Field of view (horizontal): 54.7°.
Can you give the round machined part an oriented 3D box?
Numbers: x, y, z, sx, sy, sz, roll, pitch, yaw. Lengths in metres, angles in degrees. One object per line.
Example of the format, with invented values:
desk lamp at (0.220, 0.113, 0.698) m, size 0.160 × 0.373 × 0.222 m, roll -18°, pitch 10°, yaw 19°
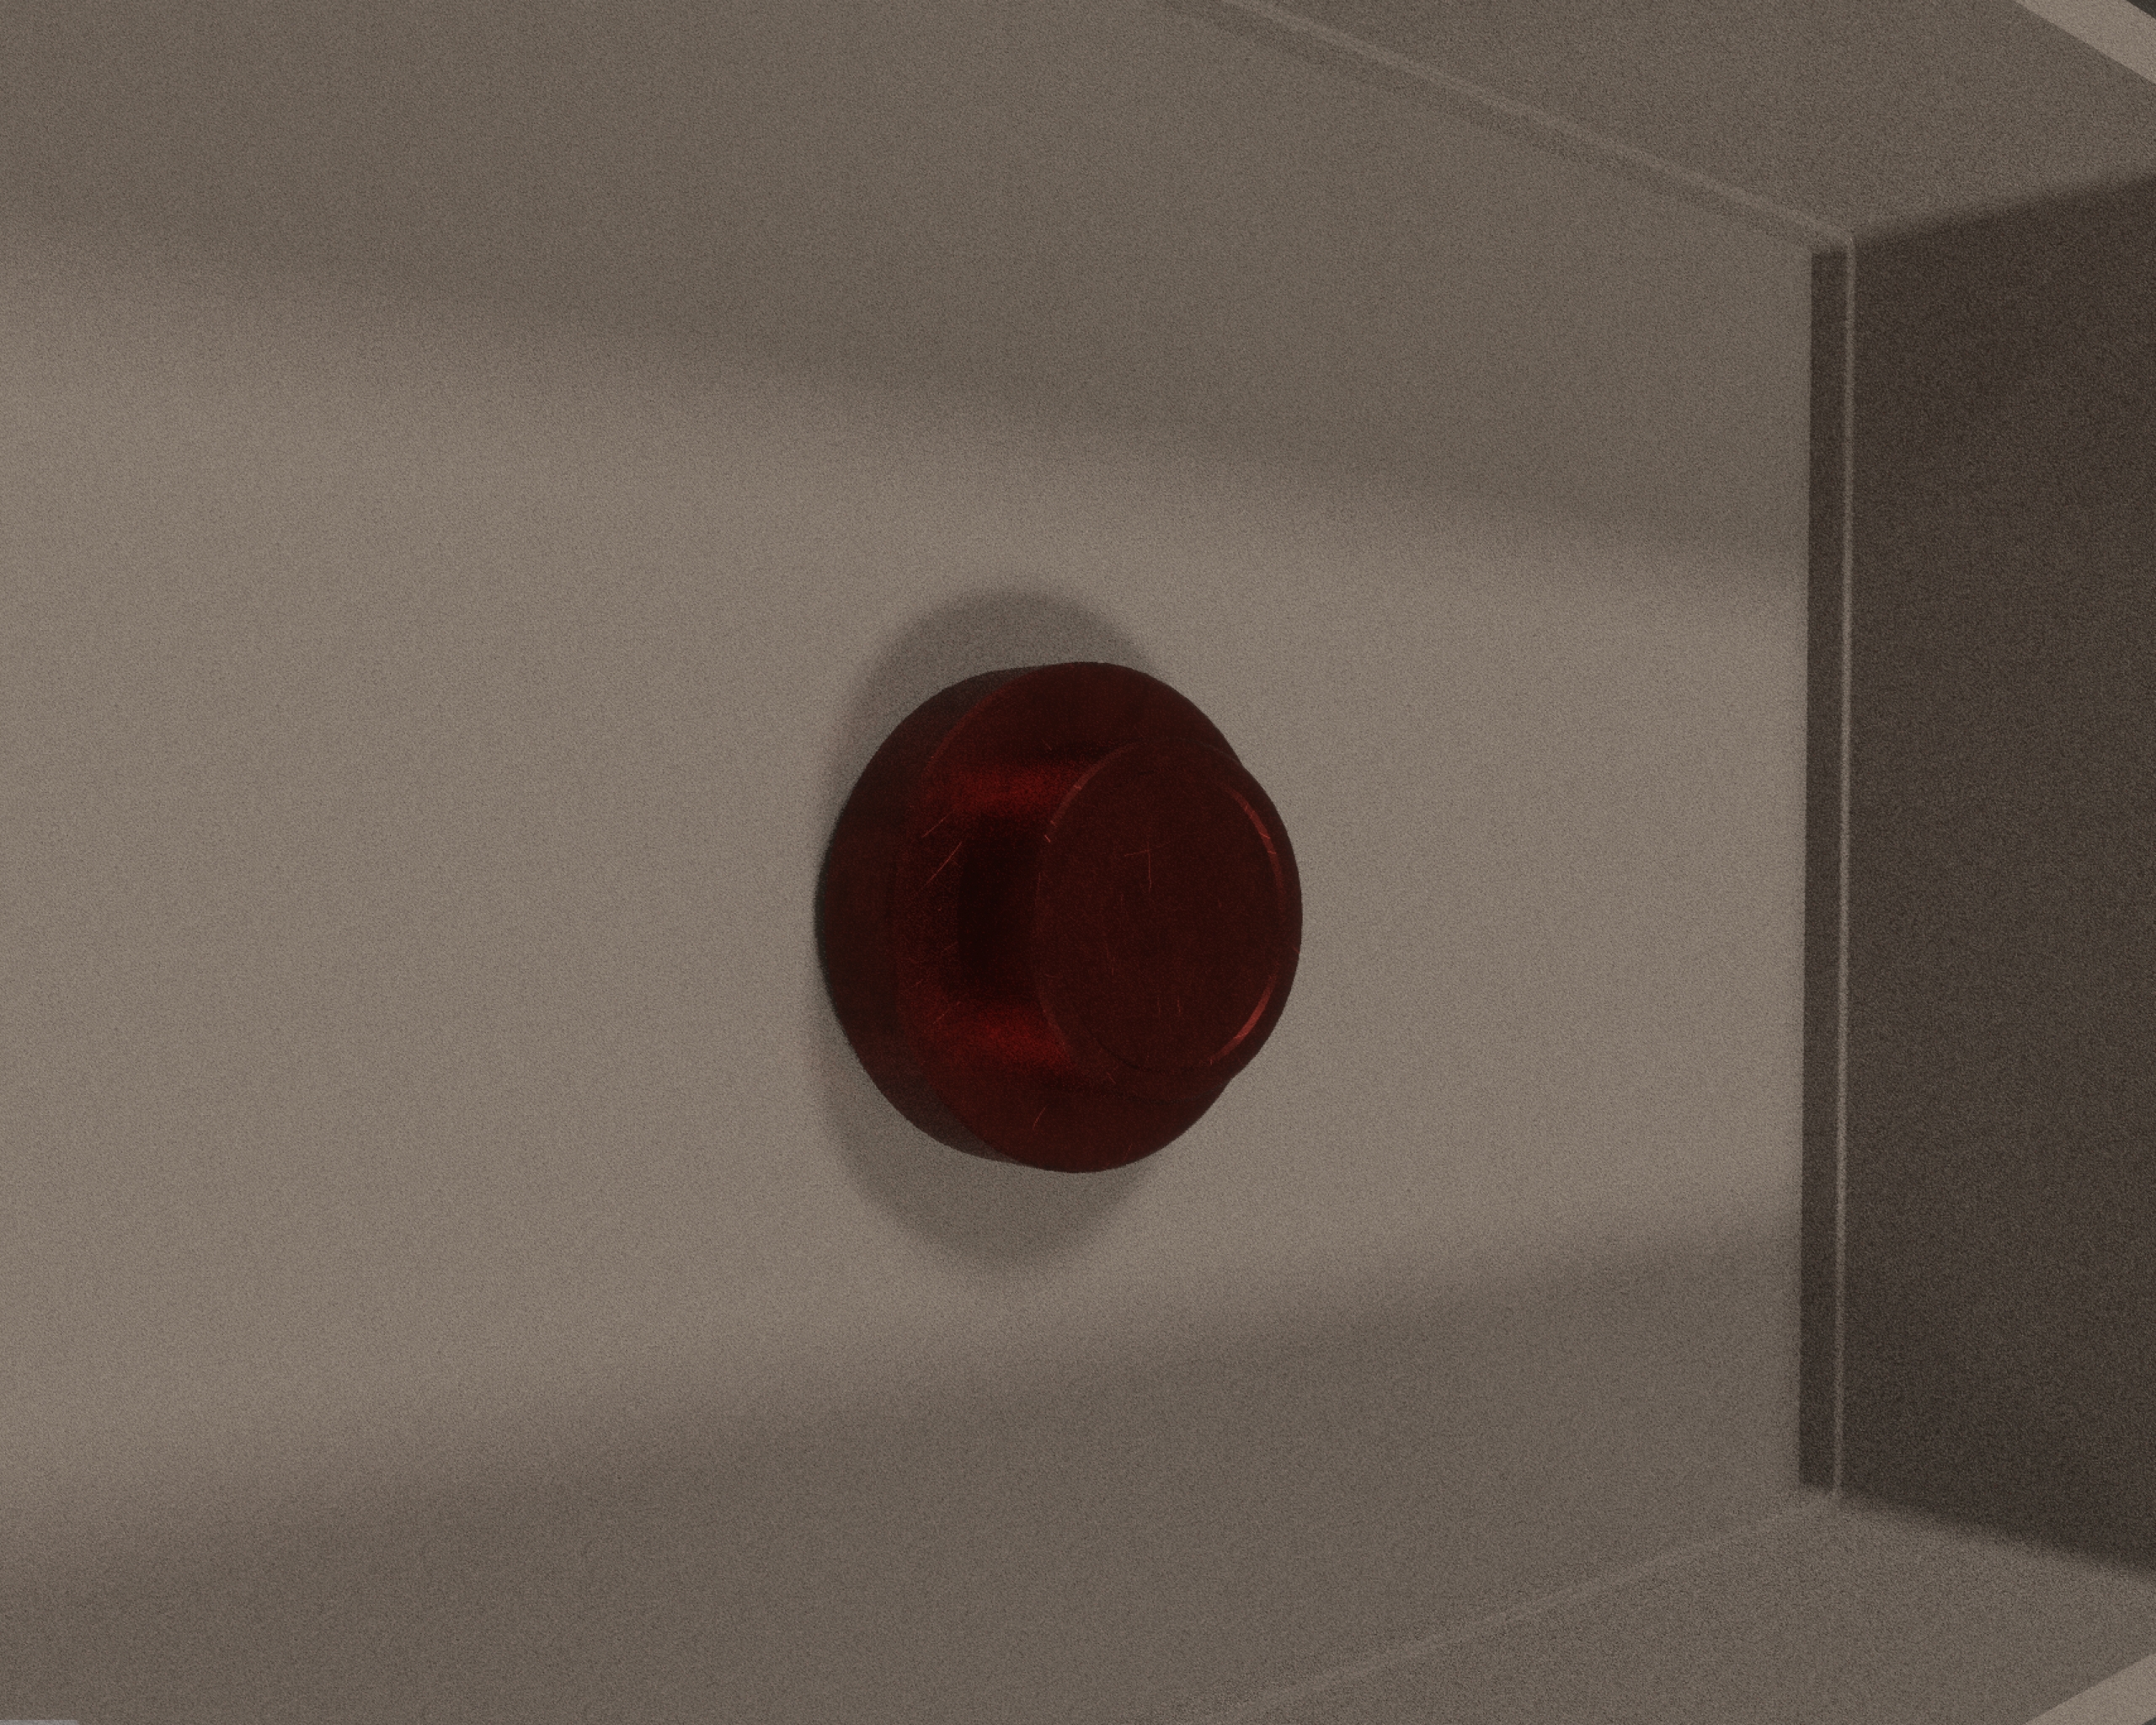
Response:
round machined part at (0.005, 0.010, 0.397) m, size 0.099 × 0.042 × 0.097 m, roll 0°, pitch 90°, yaw -40°
